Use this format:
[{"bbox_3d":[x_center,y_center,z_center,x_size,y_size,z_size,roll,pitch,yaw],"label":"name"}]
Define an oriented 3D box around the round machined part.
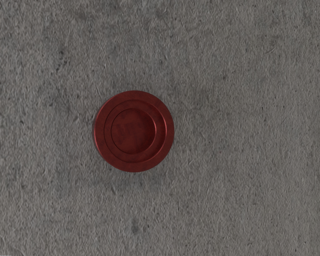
[{"bbox_3d":[-0.035,0.004,0.387,0.099,0.042,0.097,0,90,-20],"label":"round machined part"}]
